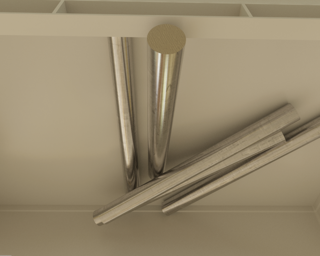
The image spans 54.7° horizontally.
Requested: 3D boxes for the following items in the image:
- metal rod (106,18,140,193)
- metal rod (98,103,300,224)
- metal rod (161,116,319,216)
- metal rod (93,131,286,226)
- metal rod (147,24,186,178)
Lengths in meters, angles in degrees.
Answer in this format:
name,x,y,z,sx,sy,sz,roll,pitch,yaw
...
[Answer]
name,x,y,z,sx,sy,sz,roll,pitch,yaw
metal rod,-0.043,0.006,0.413,0.025,0.025,0.298,0,130,0
metal rod,0.045,0.054,0.422,0.300,0.025,0.025,-31,125,11
metal rod,0.122,0.061,0.462,0.299,0.025,0.025,-34,123,25
metal rod,0.033,0.074,0.450,0.300,0.025,0.025,-27,126,13
metal rod,-0.001,0.005,0.334,0.025,0.025,0.299,1,155,-2
